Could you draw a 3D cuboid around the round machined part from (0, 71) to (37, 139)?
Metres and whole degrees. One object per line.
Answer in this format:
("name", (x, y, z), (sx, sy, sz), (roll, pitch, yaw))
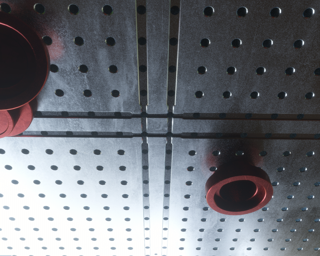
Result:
("round machined part", (-0.207, -0.025, 0.378), (0.099, 0.042, 0.097), (0, 130, 0))

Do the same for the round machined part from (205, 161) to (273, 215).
("round machined part", (0.118, 0.088, 0.476), (0.099, 0.042, 0.097), (0, 130, 0))

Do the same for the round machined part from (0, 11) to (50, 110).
("round machined part", (-0.166, -0.071, 0.323), (0.099, 0.042, 0.097), (-4, 108, -12))
